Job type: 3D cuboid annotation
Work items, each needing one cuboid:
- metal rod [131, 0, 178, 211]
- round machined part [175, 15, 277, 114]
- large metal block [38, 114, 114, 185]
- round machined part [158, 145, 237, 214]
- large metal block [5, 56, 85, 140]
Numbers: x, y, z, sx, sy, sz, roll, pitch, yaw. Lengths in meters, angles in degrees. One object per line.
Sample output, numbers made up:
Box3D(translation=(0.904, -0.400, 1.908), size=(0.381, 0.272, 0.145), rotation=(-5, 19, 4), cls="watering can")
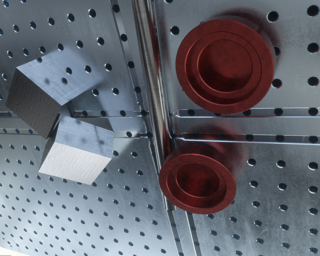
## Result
Box3D(translation=(0.000, -0.012, 0.403), size=(0.025, 0.025, 0.298), rotation=(6, 121, 25), cls="metal rod")
Box3D(translation=(0.069, -0.067, 0.322), size=(0.098, 0.042, 0.097), rotation=(13, 124, 21), cls="round machined part")
Box3D(translation=(-0.124, 0.035, 0.460), size=(0.080, 0.050, 0.080), rotation=(20, 134, -24), cls="large metal block")
Box3D(translation=(0.051, 0.062, 0.406), size=(0.098, 0.042, 0.097), rotation=(8, 122, 13), cls="round machined part")
Box3D(translation=(-0.171, -0.044, 0.458), size=(0.080, 0.050, 0.080), rotation=(40, 129, 1), cls="large metal block")
